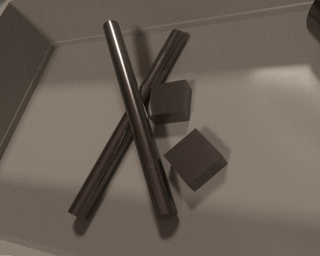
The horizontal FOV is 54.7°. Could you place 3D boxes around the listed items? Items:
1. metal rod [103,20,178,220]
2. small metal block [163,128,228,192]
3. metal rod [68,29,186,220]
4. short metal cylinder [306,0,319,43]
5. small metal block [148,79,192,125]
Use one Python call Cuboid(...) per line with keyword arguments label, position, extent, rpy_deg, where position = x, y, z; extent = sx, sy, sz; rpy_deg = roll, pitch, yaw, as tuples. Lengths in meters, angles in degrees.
Cuboid(label="metal rod", position=(-0.034, -0.030, 0.410), extent=(0.025, 0.025, 0.299), rpy_deg=(-25, 62, 13))
Cuboid(label="small metal block", position=(0.041, 0.037, 0.361), extent=(0.050, 0.025, 0.050), rpy_deg=(-41, 51, 0))
Cuboid(label="metal rod", position=(-0.038, -0.016, 0.434), extent=(0.025, 0.025, 0.300), rpy_deg=(16, 70, 34))
Cuboid(label="short metal cylinder", position=(0.210, -0.118, 0.333), extent=(0.080, 0.080, 0.050), rpy_deg=(-27, 53, 11))
Cuboid(label="small metal block", position=(0.014, -0.034, 0.418), extent=(0.050, 0.025, 0.050), rpy_deg=(-6, 59, 24))
